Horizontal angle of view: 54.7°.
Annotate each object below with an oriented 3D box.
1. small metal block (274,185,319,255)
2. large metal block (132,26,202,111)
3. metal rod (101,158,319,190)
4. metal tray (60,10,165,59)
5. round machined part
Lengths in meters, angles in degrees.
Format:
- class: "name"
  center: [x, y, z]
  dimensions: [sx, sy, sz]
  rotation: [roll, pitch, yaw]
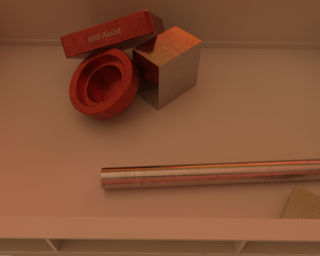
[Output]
- class: "small metal block"
  center: [0.157, 0.097, 0.326]
  dimensions: [0.050, 0.025, 0.050]
  rotation: [26, 54, 20]
- class: "large metal block"
  center: [0.010, -0.085, 0.441]
  dimensions: [0.080, 0.080, 0.050]
  rotation: [-36, 60, -27]
- class: "metal rod"
  center: [0.085, 0.052, 0.362]
  dimensions: [0.302, 0.025, 0.025]
  rotation: [-2, 50, -3]
- class: "metal tray"
  center: [-0.064, -0.132, 0.454]
  dimensions: [0.130, 0.030, 0.090]
  rotation: [-12, 9, 15]
- class: "round machined part"
  center: [-0.071, -0.056, 0.422]
  dimensions: [0.098, 0.042, 0.098]
  rotation: [-9, 66, 22]
